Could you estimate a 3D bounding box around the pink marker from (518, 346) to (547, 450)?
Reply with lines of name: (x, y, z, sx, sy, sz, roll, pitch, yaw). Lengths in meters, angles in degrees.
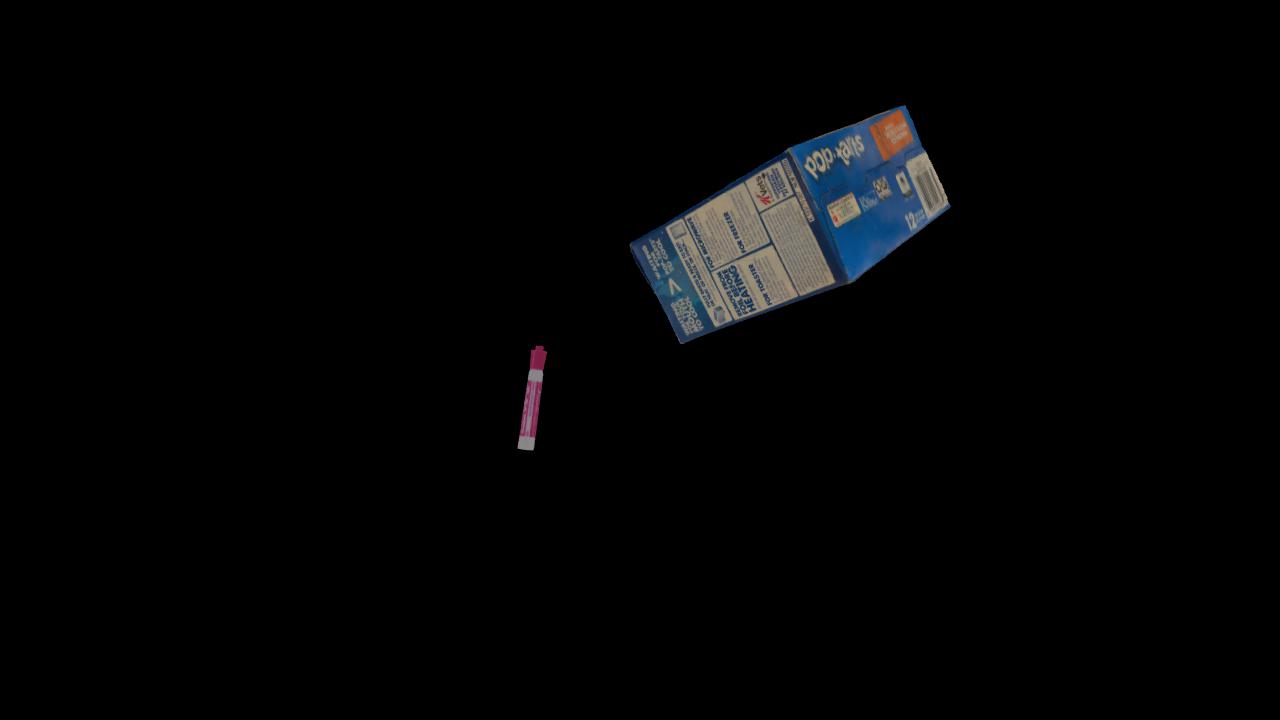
pink marker: (-0.124, 0.043, 0.712, 0.020, 0.121, 0.020, 7, -6, 1)

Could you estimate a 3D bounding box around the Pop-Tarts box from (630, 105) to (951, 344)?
Pop-Tarts box: (0.105, -0.093, 0.426, 0.167, 0.083, 0.141, -31, 7, -40)
